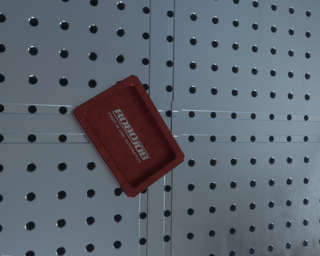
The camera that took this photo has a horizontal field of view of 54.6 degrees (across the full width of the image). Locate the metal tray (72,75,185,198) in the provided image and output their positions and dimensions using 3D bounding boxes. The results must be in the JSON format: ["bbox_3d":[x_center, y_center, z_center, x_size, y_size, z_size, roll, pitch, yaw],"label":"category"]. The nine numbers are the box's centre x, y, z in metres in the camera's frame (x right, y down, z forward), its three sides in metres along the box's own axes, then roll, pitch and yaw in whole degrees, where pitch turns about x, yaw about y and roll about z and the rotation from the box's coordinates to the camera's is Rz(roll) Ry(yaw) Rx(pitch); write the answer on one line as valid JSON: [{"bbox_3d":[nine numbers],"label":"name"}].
[{"bbox_3d":[-0.038,0.010,0.395,0.090,0.030,0.130,-34,101,-17],"label":"metal tray"}]
